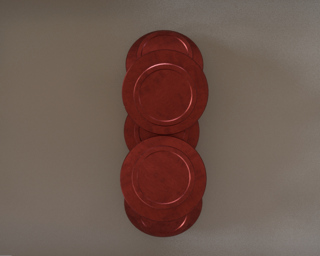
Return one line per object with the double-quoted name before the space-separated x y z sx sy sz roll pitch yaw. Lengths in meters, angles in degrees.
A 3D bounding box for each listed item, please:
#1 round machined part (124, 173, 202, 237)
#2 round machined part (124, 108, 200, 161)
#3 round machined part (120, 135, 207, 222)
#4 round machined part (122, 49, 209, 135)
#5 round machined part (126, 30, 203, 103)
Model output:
"round machined part" 0.004 0.095 0.388 0.099 0.042 0.097 0 105 0
"round machined part" 0.002 0.004 0.401 0.099 0.042 0.097 0 89 0
"round machined part" 0.004 0.056 0.350 0.099 0.042 0.098 0 79 0
"round machined part" 0.006 -0.039 0.350 0.099 0.042 0.097 0 102 0
"round machined part" 0.006 -0.082 0.390 0.099 0.042 0.098 0 74 -1
